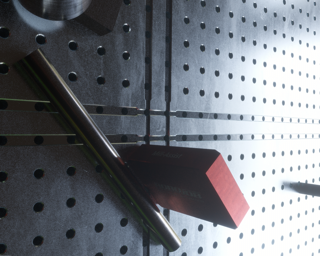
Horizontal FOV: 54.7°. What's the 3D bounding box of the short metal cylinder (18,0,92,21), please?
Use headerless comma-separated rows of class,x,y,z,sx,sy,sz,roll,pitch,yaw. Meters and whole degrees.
short metal cylinder,-0.100,-0.150,0.291,0.081,0.050,0.080,3,82,-18

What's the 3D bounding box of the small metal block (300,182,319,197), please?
small metal block,0.348,0.138,0.684,0.050,0.050,0.025,14,81,-39

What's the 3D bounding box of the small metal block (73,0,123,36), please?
small metal block,-0.073,-0.140,0.347,0.050,0.025,0.050,25,74,-37

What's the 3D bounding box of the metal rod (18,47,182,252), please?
metal rod,-0.055,0.044,0.363,0.025,0.025,0.299,-47,118,-30

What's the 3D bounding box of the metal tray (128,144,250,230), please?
metal tray,0.029,0.064,0.365,0.030,0.130,0.090,-47,118,-30
